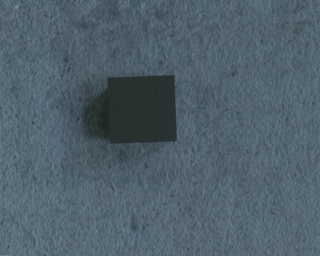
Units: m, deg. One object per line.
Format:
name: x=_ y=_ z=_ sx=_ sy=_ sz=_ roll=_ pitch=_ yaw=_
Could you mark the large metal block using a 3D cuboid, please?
large metal block: x=-0.021 y=-0.023 z=0.397 sx=0.080 sy=0.050 sz=0.080 roll=-2 pitch=90 yaw=0
